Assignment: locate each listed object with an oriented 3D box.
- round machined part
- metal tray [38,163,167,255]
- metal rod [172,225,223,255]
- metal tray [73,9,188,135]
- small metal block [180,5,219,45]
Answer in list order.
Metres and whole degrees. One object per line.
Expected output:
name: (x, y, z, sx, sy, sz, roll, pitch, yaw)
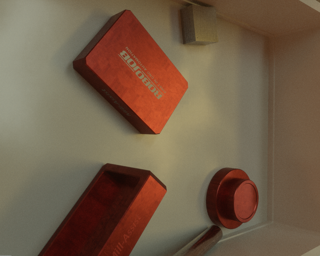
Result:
round machined part: (0.123, 0.115, 0.502, 0.099, 0.042, 0.097, 0, 90, -40)
metal tray: (-0.061, 0.100, 0.315, 0.030, 0.090, 0.130, 49, 61, -29)
metal rod: (0.011, 0.164, 0.353, 0.302, 0.025, 0.025, 0, 90, -60)
metal tray: (-0.029, -0.064, 0.381, 0.130, 0.030, 0.090, 46, 62, -30)
small metal block: (0.059, -0.151, 0.458, 0.050, 0.025, 0.050, -11, 97, -40)
